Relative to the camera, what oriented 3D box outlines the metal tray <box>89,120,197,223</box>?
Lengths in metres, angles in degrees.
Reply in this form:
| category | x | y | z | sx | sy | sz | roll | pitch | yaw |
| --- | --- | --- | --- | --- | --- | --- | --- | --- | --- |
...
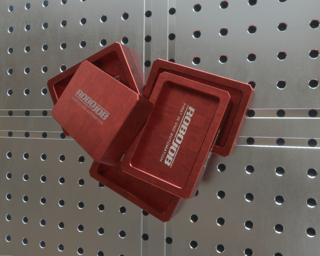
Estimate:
| category | x | y | z | sx | sy | sz | roll | pitch | yaw |
| --- | --- | --- | --- | --- | --- | --- | --- | --- | --- |
| metal tray | -0.022 | 0.053 | 0.418 | 0.130 | 0.030 | 0.090 | 28 | 99 | 18 |

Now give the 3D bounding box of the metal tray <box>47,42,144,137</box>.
| category | x | y | z | sx | sy | sz | roll | pitch | yaw |
| --- | --- | --- | --- | --- | --- | --- | --- | --- | --- |
| metal tray | -0.090 | -0.052 | 0.442 | 0.130 | 0.030 | 0.090 | -24 | 82 | 19 |

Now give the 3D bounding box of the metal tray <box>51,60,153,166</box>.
| category | x | y | z | sx | sy | sz | roll | pitch | yaw |
| --- | --- | --- | --- | --- | --- | --- | --- | --- | --- |
| metal tray | -0.079 | -0.023 | 0.395 | 0.130 | 0.030 | 0.090 | 36 | 94 | 39 |

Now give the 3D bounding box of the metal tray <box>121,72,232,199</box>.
| category | x | y | z | sx | sy | sz | roll | pitch | yaw |
| --- | --- | --- | --- | --- | --- | --- | --- | --- | --- |
| metal tray | 0.020 | 0.008 | 0.370 | 0.090 | 0.030 | 0.130 | 21 | 85 | 19 |

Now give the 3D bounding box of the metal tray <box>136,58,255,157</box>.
| category | x | y | z | sx | sy | sz | roll | pitch | yaw |
| --- | --- | --- | --- | --- | --- | --- | --- | --- | --- |
| metal tray | 0.042 | -0.027 | 0.394 | 0.130 | 0.030 | 0.090 | 20 | 96 | 19 |
